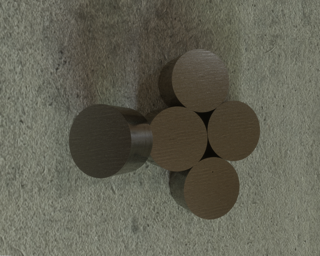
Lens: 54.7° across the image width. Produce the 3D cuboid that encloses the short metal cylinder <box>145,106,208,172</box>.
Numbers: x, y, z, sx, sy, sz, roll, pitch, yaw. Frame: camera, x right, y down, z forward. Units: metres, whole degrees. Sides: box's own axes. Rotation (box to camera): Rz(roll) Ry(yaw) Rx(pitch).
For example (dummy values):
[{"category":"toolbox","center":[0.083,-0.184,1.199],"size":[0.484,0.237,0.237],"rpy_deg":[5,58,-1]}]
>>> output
[{"category":"short metal cylinder","center":[0.014,0.013,0.402],"size":[0.081,0.050,0.080],"rpy_deg":[0,90,-20]}]

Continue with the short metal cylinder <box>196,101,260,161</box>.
[{"category":"short metal cylinder","center":[0.090,0.004,0.430],"size":[0.081,0.050,0.080],"rpy_deg":[0,90,-20]}]

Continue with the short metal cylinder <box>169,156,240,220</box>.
[{"category":"short metal cylinder","center":[0.059,0.077,0.419],"size":[0.081,0.050,0.080],"rpy_deg":[0,90,-20]}]

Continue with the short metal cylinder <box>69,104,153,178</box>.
[{"category":"short metal cylinder","center":[-0.055,0.014,0.355],"size":[0.080,0.050,0.080],"rpy_deg":[-1,89,24]}]

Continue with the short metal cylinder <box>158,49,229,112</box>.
[{"category":"short metal cylinder","center":[0.044,-0.060,0.413],"size":[0.081,0.050,0.080],"rpy_deg":[0,90,-20]}]
